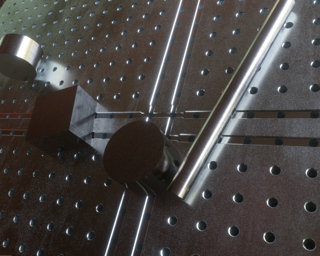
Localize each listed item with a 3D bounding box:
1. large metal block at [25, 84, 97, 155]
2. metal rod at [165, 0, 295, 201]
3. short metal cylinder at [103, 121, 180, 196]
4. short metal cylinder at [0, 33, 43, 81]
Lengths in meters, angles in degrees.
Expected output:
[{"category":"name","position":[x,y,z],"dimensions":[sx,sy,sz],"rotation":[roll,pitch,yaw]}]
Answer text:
[{"category":"large metal block","position":[-0.150,-0.012,0.478],"dimensions":[0.080,0.050,0.080],"rotation":[-12,57,21]},{"category":"metal rod","position":[0.094,-0.047,0.387],"dimensions":[0.025,0.025,0.300],"rotation":[22,73,36]},{"category":"short metal cylinder","position":[-0.022,0.038,0.381],"dimensions":[0.080,0.050,0.080],"rotation":[-13,56,21]},{"category":"short metal cylinder","position":[-0.274,-0.135,0.600],"dimensions":[0.080,0.080,0.050],"rotation":[-8,58,24]}]
